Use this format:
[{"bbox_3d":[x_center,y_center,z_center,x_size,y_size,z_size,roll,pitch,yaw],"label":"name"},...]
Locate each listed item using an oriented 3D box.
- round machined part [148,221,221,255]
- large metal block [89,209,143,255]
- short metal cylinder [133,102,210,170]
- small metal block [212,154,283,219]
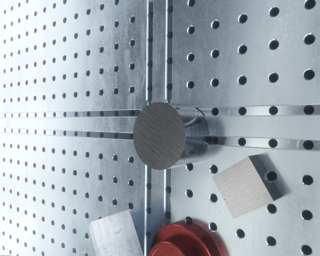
[{"bbox_3d":[0.024,0.168,0.379,0.098,0.042,0.097,0,90,40],"label":"round machined part"},{"bbox_3d":[-0.060,0.162,0.420,0.080,0.050,0.080,125,128,-64],"label":"large metal block"},{"bbox_3d":[0.013,0.009,0.382,0.080,0.050,0.079,0,90,40],"label":"short metal cylinder"},{"bbox_3d":[0.092,0.063,0.333,0.050,0.025,0.050,-38,67,33],"label":"small metal block"}]
